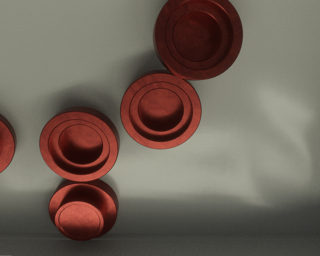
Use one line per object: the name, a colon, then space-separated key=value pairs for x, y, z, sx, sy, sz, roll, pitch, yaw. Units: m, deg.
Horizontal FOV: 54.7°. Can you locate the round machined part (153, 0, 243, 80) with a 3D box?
round machined part: x=0.041 y=-0.104 z=0.356 sx=0.099 sy=0.042 sz=0.097 roll=-1 pitch=96 yaw=-8

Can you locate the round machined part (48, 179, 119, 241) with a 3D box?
round machined part: x=-0.111 y=0.122 z=0.446 sx=0.099 sy=0.042 sz=0.097 roll=0 pitch=110 yaw=-1

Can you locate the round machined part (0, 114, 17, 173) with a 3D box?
round machined part: x=-0.238 y=0.024 z=0.393 sx=0.099 sy=0.042 sz=0.097 roll=-6 pitch=108 yaw=-18

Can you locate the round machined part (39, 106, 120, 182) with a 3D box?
round machined part: x=-0.102 y=0.018 z=0.407 sx=0.099 sy=0.042 sz=0.097 roll=0 pitch=110 yaw=-1

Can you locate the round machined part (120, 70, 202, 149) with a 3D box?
round machined part: x=0.001 y=-0.026 z=0.393 sx=0.099 sy=0.042 sz=0.097 roll=0 pitch=110 yaw=-1
